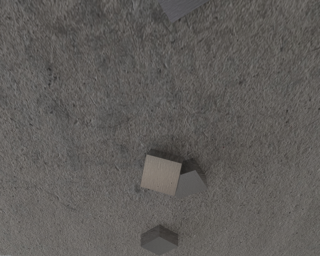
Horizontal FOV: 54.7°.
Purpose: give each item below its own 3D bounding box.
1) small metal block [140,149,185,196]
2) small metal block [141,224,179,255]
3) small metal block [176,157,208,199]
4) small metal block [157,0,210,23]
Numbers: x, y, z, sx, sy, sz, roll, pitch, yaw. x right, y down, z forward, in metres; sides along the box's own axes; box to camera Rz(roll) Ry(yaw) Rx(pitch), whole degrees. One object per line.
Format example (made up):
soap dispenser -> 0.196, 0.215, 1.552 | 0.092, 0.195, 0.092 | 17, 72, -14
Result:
small metal block -> 0.004, 0.063, 0.440 | 0.050, 0.025, 0.050 | 14, 106, 9
small metal block -> -0.001, 0.214, 0.590 | 0.050, 0.025, 0.050 | -37, 121, 27
small metal block -> 0.040, 0.077, 0.473 | 0.050, 0.025, 0.050 | -21, 127, 17
small metal block -> 0.019, -0.137, 0.291 | 0.050, 0.025, 0.050 | -26, 126, 20
